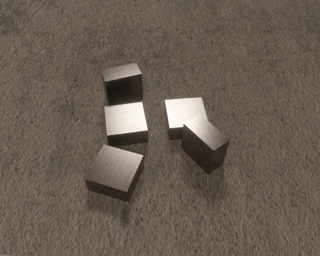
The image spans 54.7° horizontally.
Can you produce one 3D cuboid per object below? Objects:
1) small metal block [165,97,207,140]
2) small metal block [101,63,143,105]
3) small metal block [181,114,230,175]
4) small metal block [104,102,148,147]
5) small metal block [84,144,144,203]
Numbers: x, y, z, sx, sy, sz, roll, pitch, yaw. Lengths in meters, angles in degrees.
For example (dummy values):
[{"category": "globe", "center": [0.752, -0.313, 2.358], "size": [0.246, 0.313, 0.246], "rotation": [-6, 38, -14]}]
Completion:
[{"category": "small metal block", "center": [0.034, -0.013, 0.415], "size": [0.050, 0.025, 0.050], "rotation": [-5, 50, -4]}, {"category": "small metal block", "center": [-0.053, -0.060, 0.437], "size": [0.050, 0.050, 0.025], "rotation": [-15, 52, -13]}, {"category": "small metal block", "center": [0.053, 0.020, 0.371], "size": [0.025, 0.050, 0.050], "rotation": [-31, 57, -23]}, {"category": "small metal block", "center": [-0.044, -0.005, 0.407], "size": [0.050, 0.025, 0.050], "rotation": [-8, 51, -7]}, {"category": "small metal block", "center": [-0.051, 0.052, 0.359], "size": [0.050, 0.025, 0.050], "rotation": [14, 51, 11]}]
